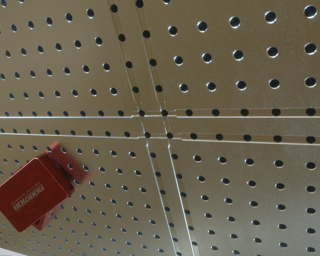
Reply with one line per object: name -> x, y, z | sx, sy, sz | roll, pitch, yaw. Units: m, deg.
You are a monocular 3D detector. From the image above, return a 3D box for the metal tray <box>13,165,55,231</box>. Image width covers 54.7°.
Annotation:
metal tray -> -0.257, 0.144, 0.628 | 0.090, 0.030, 0.129 | 34, 129, 5

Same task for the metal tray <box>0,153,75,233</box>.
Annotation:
metal tray -> -0.233, 0.119, 0.564 | 0.130, 0.030, 0.090 | -37, 93, 14
